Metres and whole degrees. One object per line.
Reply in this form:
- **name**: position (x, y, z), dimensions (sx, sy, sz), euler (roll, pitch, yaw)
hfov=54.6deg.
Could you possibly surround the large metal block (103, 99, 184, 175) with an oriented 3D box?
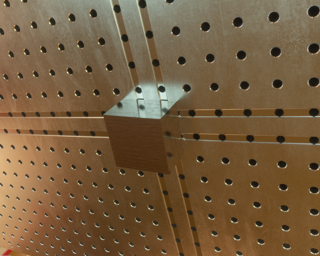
- **large metal block**: position (-0.019, 0.009, 0.412), dimensions (0.080, 0.050, 0.080), euler (5, 121, 26)
